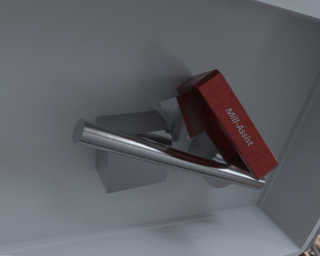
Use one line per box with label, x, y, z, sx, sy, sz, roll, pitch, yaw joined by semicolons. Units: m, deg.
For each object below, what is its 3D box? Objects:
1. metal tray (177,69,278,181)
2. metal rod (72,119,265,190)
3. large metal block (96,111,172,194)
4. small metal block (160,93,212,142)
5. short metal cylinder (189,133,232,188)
metal tray;0.077;-0.005;0.374;0.030;0.090;0.130;-36;100;-6
metal rod;0.036;0.043;0.389;0.302;0.025;0.025;19;108;-36
large metal block;-0.034;0.028;0.391;0.081;0.050;0.079;-8;122;-25
small metal block;0.032;-0.015;0.373;0.050;0.025;0.050;-23;96;-48
short metal cylinder;0.090;0.043;0.469;0.081;0.050;0.079;-14;125;-21
